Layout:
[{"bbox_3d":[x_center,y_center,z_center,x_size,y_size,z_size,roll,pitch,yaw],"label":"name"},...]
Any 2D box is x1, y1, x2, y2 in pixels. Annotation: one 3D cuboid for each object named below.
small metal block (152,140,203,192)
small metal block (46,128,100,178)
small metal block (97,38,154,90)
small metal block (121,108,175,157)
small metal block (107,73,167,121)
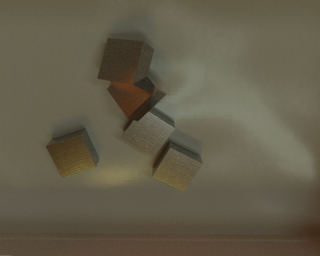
[{"bbox_3d":[0.024,0.053,0.431,0.050,0.025,0.050,27,108,-10],"label":"small metal block"},{"bbox_3d":[-0.118,0.034,0.423,0.050,0.025,0.050,-18,109,6],"label":"small metal block"},{"bbox_3d":[-0.040,-0.075,0.363,0.050,0.025,0.050,13,87,27],"label":"small metal block"},{"bbox_3d":[-0.015,0.002,0.412,0.050,0.025,0.050,33,107,-12],"label":"small metal block"},{"bbox_3d":[-0.029,-0.045,0.381,0.050,0.025,0.050,-43,66,14],"label":"small metal block"}]
